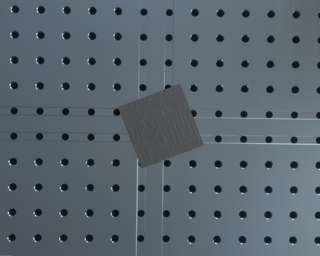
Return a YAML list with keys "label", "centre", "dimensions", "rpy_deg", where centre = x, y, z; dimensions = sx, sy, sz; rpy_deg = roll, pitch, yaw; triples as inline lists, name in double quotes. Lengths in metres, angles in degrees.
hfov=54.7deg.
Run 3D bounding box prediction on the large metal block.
- label: "large metal block"
  centre: [0.001, -0.002, 0.398]
  dimensions: [0.080, 0.050, 0.080]
  rpy_deg: [-21, 90, -1]
